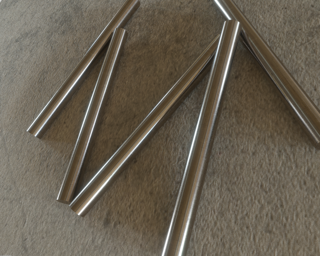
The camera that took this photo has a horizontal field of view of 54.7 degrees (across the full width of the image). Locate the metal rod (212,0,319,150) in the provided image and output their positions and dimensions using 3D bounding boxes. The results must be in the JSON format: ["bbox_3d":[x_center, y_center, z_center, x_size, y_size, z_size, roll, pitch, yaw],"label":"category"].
[{"bbox_3d":[0.127,-0.099,0.397,0.025,0.025,0.299,-27,52,11],"label":"metal rod"}]

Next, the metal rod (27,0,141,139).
[{"bbox_3d":[-0.126,-0.111,0.535,0.025,0.025,0.300,23,74,36],"label":"metal rod"}]

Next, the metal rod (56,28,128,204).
[{"bbox_3d":[-0.096,-0.034,0.472,0.025,0.025,0.299,-2,60,27],"label":"metal rod"}]

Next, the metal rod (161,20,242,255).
[{"bbox_3d":[0.054,0.001,0.361,0.025,0.025,0.299,6,68,30],"label":"metal rod"}]

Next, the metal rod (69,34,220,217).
[{"bbox_3d":[-0.008,-0.008,0.411,0.300,0.025,0.025,-49,52,-7],"label":"metal rod"}]
